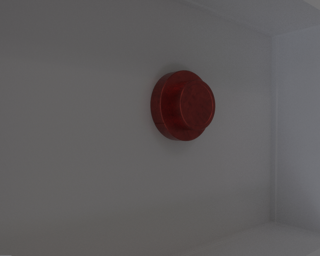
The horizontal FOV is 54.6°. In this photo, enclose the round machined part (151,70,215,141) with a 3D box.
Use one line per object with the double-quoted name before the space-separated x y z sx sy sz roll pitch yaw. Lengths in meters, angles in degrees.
"round machined part" 0.038 -0.031 0.426 0.099 0.042 0.097 0 90 -40
